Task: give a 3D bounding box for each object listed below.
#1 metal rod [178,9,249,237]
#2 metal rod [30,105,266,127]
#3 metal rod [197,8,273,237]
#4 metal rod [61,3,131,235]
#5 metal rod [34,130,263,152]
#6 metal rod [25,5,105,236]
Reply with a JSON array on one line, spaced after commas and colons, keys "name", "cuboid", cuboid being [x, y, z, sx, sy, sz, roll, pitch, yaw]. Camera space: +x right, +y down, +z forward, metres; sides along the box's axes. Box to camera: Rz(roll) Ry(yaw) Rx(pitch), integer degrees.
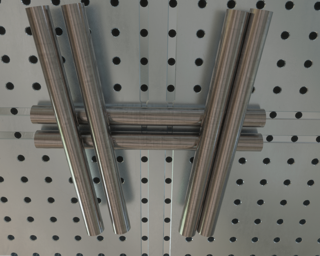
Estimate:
[{"name": "metal rod", "cuboid": [0.062, 0.009, 0.391, 0.025, 0.025, 0.298, 9, 110, -3]}, {"name": "metal rod", "cuboid": [-0.014, -0.015, 0.408, 0.302, 0.025, 0.025, 1, 110, -1]}, {"name": "metal rod", "cuboid": [0.088, 0.009, 0.391, 0.025, 0.025, 0.298, 9, 110, -3]}, {"name": "metal rod", "cuboid": [-0.075, 0.004, 0.388, 0.025, 0.025, 0.298, -8, 110, 3]}, {"name": "metal rod", "cuboid": [-0.014, 0.017, 0.420, 0.302, 0.025, 0.025, 1, 110, -1]}, {"name": "metal rod", "cuboid": [-0.113, 0.007, 0.389, 0.025, 0.025, 0.298, -8, 110, 3]}]
